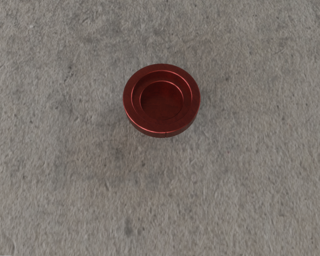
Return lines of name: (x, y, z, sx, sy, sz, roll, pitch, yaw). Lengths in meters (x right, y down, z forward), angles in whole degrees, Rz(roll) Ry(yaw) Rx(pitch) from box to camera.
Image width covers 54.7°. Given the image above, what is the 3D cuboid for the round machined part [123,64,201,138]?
round machined part: (0.002, -0.032, 0.411, 0.099, 0.042, 0.098, 0, 70, -1)
